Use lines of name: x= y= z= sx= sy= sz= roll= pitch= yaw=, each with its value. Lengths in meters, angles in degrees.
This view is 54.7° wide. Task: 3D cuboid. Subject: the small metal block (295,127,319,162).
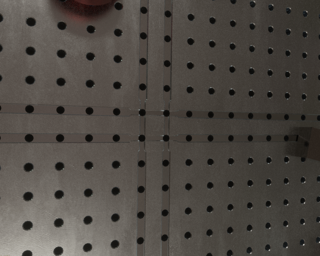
small metal block: x=0.255 y=0.028 z=0.509 sx=0.050 sy=0.025 sz=0.050 roll=14 pitch=85 yaw=-20

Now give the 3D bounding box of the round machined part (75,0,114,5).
round machined part: x=-0.086 y=-0.196 z=0.372 sx=0.099 sy=0.042 sz=0.097 roll=0 pitch=90 yaw=-21
